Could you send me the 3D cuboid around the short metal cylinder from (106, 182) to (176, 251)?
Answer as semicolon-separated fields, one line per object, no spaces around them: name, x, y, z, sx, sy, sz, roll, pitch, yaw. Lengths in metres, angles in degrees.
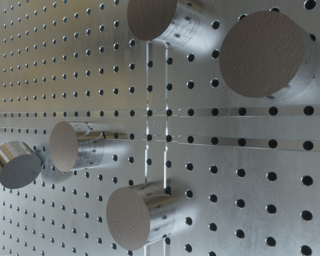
short metal cylinder;-0.026;0.116;0.415;0.080;0.050;0.079;0;90;40

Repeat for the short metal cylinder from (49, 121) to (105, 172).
short metal cylinder;-0.136;0.029;0.506;0.080;0.050;0.079;0;90;40

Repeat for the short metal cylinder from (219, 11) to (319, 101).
short metal cylinder;0.106;-0.068;0.305;0.080;0.050;0.079;0;90;40

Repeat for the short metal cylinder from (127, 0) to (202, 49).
short metal cylinder;0.005;-0.145;0.389;0.080;0.050;0.079;0;90;40

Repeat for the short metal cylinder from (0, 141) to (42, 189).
short metal cylinder;-0.282;0.072;0.607;0.050;0.081;0.079;35;112;34
